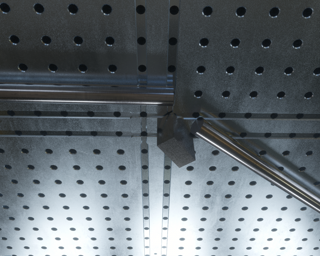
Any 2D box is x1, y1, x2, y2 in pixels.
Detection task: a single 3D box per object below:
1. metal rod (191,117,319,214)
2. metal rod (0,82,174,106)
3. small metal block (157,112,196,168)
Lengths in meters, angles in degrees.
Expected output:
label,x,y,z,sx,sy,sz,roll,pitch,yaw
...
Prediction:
label,x,y,z,sx,sy,sz,roll,pitch,yaw
metal rod,0.166,0.068,0.470,0.301,0.025,0.025,31,123,-24
metal rod,-0.135,-0.042,0.374,0.302,0.025,0.025,1,130,-2
small metal block,0.021,0.016,0.409,0.025,0.050,0.050,-29,125,22
